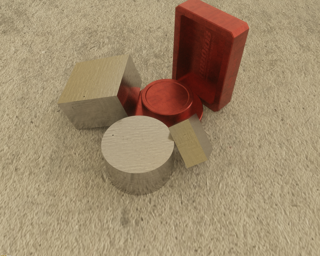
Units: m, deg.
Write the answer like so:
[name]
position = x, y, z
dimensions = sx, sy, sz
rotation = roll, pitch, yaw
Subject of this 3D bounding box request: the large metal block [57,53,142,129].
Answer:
[large metal block]
position = -0.076, -0.048, 0.412
dimensions = 0.080, 0.050, 0.080
rotation = -6, 48, 17

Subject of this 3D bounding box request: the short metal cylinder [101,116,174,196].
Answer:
[short metal cylinder]
position = -0.025, 0.032, 0.362
dimensions = 0.081, 0.050, 0.080
rotation = 0, 50, 0

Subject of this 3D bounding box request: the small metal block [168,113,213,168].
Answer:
[small metal block]
position = 0.038, 0.013, 0.364
dimensions = 0.025, 0.050, 0.050
rotation = -25, 92, 19

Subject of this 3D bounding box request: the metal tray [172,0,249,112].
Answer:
[metal tray]
position = 0.060, -0.094, 0.414
dimensions = 0.030, 0.129, 0.090
rotation = -37, 60, -27

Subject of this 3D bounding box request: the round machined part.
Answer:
[round machined part]
position = 0.009, -0.029, 0.420
dimensions = 0.099, 0.042, 0.098
rotation = 0, 50, 0
